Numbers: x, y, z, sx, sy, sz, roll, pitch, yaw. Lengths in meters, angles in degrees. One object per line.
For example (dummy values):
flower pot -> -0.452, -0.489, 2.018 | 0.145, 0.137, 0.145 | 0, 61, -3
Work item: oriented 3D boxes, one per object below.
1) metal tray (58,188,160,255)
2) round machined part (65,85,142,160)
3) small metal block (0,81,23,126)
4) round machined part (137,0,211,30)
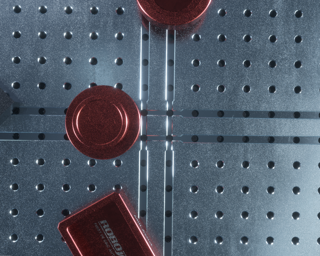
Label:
metal tray -> -0.062, 0.158, 0.410 | 0.090, 0.030, 0.130 | -30, 90, 0
round machined part -> -0.075, -0.007, 0.404 | 0.099, 0.042, 0.097 | 0, 90, 0
small metal block -> -0.223, -0.034, 0.411 | 0.050, 0.025, 0.050 | -45, 90, 0
round machined part -> 0.017, -0.176, 0.405 | 0.099, 0.042, 0.097 | 0, 90, 0
